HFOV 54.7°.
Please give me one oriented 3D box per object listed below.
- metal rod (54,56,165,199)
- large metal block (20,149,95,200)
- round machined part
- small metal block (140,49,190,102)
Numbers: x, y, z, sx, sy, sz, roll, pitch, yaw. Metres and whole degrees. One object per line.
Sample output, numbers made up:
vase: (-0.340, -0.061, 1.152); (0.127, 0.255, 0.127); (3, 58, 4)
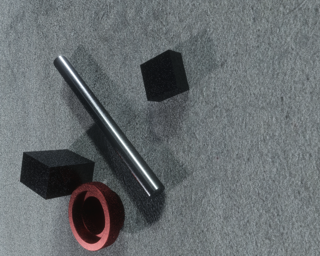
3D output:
metal rod: (-0.090, -0.016, 0.476); (0.300, 0.025, 0.025); (50, 119, 28)
large metal block: (-0.167, 0.071, 0.503); (0.080, 0.081, 0.050); (17, 101, 38)
round machined part: (-0.092, 0.129, 0.467); (0.098, 0.042, 0.097); (0, 90, 39)
small metal block: (0.005, -0.066, 0.399); (0.050, 0.025, 0.050); (-19, 78, 38)
